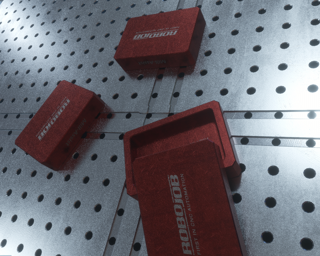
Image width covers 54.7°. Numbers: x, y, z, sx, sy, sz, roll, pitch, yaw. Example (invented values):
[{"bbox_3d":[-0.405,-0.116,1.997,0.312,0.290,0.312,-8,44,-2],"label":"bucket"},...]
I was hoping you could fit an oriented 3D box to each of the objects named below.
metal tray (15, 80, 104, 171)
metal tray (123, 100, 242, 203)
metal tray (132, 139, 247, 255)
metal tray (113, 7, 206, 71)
[{"bbox_3d":[-0.159,-0.008,0.491,0.090,0.030,0.130,23,74,36],"label":"metal tray"},{"bbox_3d":[0.022,0.029,0.374,0.130,0.030,0.090,-20,54,16],"label":"metal tray"},{"bbox_3d":[0.028,0.085,0.312,0.090,0.030,0.129,-17,73,17],"label":"metal tray"},{"bbox_3d":[-0.001,-0.139,0.490,0.130,0.030,0.090,2,62,28],"label":"metal tray"}]
